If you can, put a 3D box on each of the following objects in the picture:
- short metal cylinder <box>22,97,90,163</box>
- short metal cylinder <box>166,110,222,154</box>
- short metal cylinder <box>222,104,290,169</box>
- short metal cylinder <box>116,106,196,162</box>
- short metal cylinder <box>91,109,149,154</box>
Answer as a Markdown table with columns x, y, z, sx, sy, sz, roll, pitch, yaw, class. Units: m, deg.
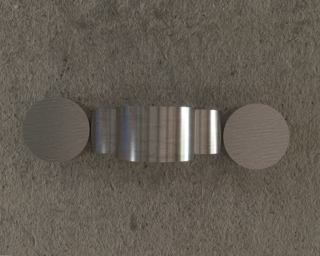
| x | y | z | sx | sy | sz | roll | pitch | yaw | class |
| --- | --- | --- | --- | --- | --- | --- | --- | --- | --- |
| -0.125 | 0.002 | 0.397 | 0.081 | 0.050 | 0.080 | 0 | 90 | -1 | short metal cylinder |
| 0.036 | 0.005 | 0.384 | 0.081 | 0.080 | 0.050 | 0 | 89 | 0 | short metal cylinder |
| 0.116 | 0.010 | 0.399 | 0.081 | 0.050 | 0.080 | 0 | 91 | -1 | short metal cylinder |
| -0.004 | 0.005 | 0.314 | 0.081 | 0.080 | 0.050 | 1 | 91 | 0 | short metal cylinder |
| -0.044 | 0.004 | 0.383 | 0.081 | 0.080 | 0.050 | 0 | 90 | 0 | short metal cylinder |
